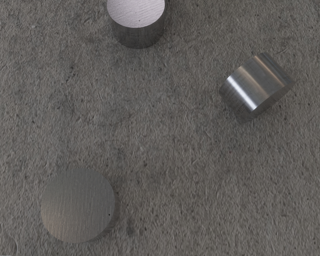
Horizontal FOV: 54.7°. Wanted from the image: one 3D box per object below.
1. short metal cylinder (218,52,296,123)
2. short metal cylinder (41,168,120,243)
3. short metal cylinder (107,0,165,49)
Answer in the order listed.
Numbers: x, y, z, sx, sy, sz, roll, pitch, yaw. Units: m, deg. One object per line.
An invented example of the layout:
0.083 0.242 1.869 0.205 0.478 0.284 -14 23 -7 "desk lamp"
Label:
0.123 -0.050 0.398 0.080 0.080 0.050 -33 74 -11 "short metal cylinder"
-0.089 0.091 0.361 0.081 0.050 0.080 0 70 0 "short metal cylinder"
-0.034 -0.164 0.454 0.081 0.050 0.080 0 70 0 "short metal cylinder"
